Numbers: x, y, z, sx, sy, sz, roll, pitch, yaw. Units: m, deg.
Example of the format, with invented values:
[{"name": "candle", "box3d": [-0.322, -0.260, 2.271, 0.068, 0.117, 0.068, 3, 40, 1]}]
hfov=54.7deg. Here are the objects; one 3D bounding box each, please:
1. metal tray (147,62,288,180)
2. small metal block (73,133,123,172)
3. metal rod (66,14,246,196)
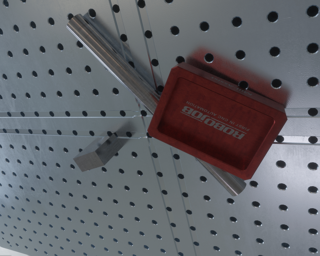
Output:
[{"name": "metal tray", "box3d": [0.061, -0.008, 0.352, 0.130, 0.030, 0.089, 25, 116, 6]}, {"name": "small metal block", "box3d": [-0.093, 0.037, 0.467, 0.050, 0.050, 0.025, -19, 108, 35]}, {"name": "metal rod", "box3d": [-0.002, -0.026, 0.395, 0.300, 0.025, 0.025, 45, 129, -4]}]
